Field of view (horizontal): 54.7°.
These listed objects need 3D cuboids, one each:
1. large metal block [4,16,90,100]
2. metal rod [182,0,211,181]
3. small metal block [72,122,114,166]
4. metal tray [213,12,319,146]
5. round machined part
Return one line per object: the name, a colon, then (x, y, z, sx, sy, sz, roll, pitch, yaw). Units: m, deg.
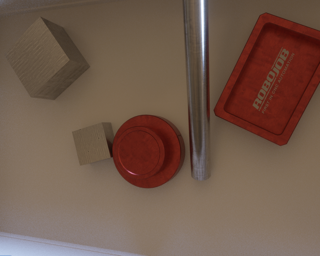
large metal block: (-0.165, -0.099, 0.454, 0.080, 0.050, 0.080, -39, 78, 15)
metal rod: (0.039, -0.073, 0.327, 0.025, 0.025, 0.298, 5, 118, 19)
small metal block: (-0.092, 0.023, 0.442, 0.050, 0.025, 0.050, -16, 85, 19)
metal tray: (0.132, -0.055, 0.361, 0.090, 0.030, 0.129, 27, 99, 17)
round machined part: (-0.020, 0.031, 0.408, 0.098, 0.042, 0.097, 0, 90, 19)
